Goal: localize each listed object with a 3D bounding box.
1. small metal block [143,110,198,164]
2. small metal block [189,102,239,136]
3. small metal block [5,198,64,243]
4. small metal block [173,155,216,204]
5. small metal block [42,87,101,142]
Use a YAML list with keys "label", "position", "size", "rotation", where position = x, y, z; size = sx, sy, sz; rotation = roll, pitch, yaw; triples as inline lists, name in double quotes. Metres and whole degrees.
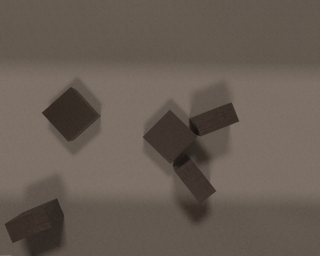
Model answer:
- label: "small metal block"
  position: [0.013, 0.011, 0.412]
  size: [0.050, 0.025, 0.050]
  rotation: [45, 90, -1]
- label: "small metal block"
  position: [0.068, -0.011, 0.400]
  size: [0.050, 0.050, 0.025]
  rotation: [-21, 90, 0]
- label: "small metal block"
  position: [-0.159, 0.117, 0.397]
  size: [0.050, 0.050, 0.025]
  rotation: [-23, 90, 0]
- label: "small metal block"
  position: [0.043, 0.064, 0.400]
  size: [0.025, 0.050, 0.050]
  rotation: [-38, 90, 0]
- label: "small metal block"
  position: [-0.116, -0.018, 0.410]
  size: [0.050, 0.025, 0.050]
  rotation: [-42, 91, 0]
